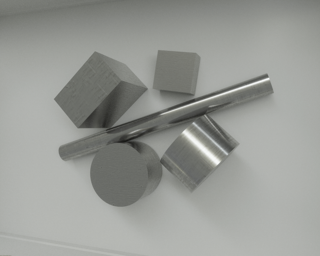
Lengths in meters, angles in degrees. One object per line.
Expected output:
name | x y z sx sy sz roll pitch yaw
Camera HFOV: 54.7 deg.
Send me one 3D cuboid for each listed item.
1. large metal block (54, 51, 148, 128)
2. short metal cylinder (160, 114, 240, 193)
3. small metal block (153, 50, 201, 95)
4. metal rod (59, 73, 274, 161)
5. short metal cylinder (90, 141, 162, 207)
large metal block | -0.074 -0.045 0.405 0.080 0.080 0.050 -45 76 14
short metal cylinder | 0.047 0.030 0.363 0.050 0.080 0.080 44 104 14
small metal block | 0.022 -0.071 0.400 0.050 0.025 0.050 9 93 19
metal rod | -0.006 -0.008 0.410 0.301 0.025 0.025 -18 84 18
short metal cylinder | -0.044 0.058 0.409 0.080 0.050 0.079 0 90 19
